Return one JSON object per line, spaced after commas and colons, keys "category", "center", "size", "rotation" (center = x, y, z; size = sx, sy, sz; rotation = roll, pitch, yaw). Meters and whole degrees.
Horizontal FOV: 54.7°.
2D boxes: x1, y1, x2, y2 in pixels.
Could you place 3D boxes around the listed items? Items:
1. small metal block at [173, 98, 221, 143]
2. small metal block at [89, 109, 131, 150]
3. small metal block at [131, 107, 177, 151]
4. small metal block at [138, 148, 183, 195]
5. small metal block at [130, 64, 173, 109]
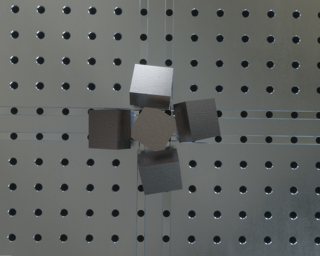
{"category": "small metal block", "center": [0.048, -0.010, 0.402], "size": [0.050, 0.025, 0.050], "rotation": [-10, 90, -35]}
{"category": "small metal block", "center": [-0.065, 0.002, 0.401], "size": [0.050, 0.025, 0.050], "rotation": [0, 90, 34]}
{"category": "small metal block", "center": [-0.008, 0.001, 0.413], "size": [0.050, 0.025, 0.050], "rotation": [31, 90, -1]}
{"category": "small metal block", "center": [0.001, 0.057, 0.401], "size": [0.050, 0.025, 0.050], "rotation": [-9, 126, 0]}
{"category": "small metal block", "center": [-0.011, -0.054, 0.401], "size": [0.050, 0.025, 0.050], "rotation": [6, 54, 0]}
